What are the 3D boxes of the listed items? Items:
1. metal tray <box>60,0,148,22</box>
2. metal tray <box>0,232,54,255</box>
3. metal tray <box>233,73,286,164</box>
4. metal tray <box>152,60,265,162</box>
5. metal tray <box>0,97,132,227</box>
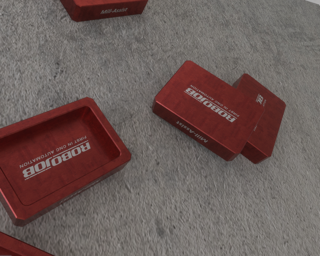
[{"bbox_3d":[-0.093,-0.216,0.482,0.131,0.030,0.090,-23,74,-36],"label":"metal tray"},{"bbox_3d":[-0.127,0.158,0.235,0.090,0.030,0.130,30,52,-10],"label":"metal tray"},{"bbox_3d":[0.143,-0.018,0.489,0.090,0.030,0.130,37,51,-4],"label":"metal tray"},{"bbox_3d":[0.067,-0.026,0.427,0.130,0.030,0.090,34,62,7],"label":"metal tray"},{"bbox_3d":[-0.107,0.028,0.325,0.131,0.030,0.090,-28,77,-37],"label":"metal tray"}]
